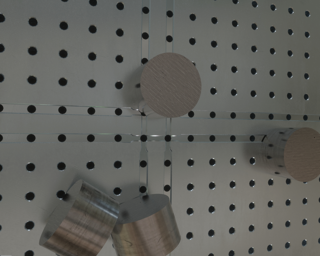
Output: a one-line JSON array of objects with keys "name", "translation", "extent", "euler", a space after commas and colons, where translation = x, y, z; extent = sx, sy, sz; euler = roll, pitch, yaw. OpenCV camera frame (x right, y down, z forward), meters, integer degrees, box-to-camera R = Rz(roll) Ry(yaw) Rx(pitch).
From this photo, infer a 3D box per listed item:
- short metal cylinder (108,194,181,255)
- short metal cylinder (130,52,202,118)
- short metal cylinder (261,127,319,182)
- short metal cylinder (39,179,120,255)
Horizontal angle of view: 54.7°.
[{"name": "short metal cylinder", "translation": [-0.020, 0.120, 0.376], "extent": [0.081, 0.080, 0.050], "euler": [-19, 97, -19]}, {"name": "short metal cylinder", "translation": [0.006, -0.053, 0.401], "extent": [0.081, 0.050, 0.079], "euler": [0, 90, -20]}, {"name": "short metal cylinder", "translation": [0.204, 0.039, 0.475], "extent": [0.081, 0.050, 0.079], "euler": [0, 90, -20]}, {"name": "short metal cylinder", "translation": [-0.090, 0.106, 0.350], "extent": [0.050, 0.080, 0.080], "euler": [36, 78, -17]}]
